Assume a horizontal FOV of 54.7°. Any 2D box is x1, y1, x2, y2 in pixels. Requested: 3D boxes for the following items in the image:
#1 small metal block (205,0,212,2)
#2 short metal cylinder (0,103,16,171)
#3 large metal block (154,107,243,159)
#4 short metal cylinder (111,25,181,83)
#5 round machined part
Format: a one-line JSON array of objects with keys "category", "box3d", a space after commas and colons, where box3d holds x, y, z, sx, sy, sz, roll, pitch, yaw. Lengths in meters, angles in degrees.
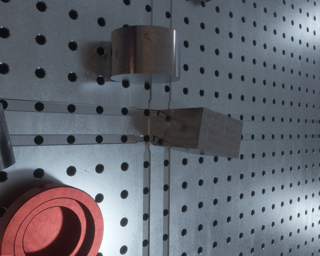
[{"category": "small metal block", "box3d": [0.074, -0.231, 0.470, 0.050, 0.025, 0.050, 34, 69, -35]}, {"category": "short metal cylinder", "box3d": [-0.160, 0.012, 0.239, 0.081, 0.080, 0.050, -16, 100, -39]}, {"category": "large metal block", "box3d": [0.052, 0.008, 0.416, 0.081, 0.080, 0.050, 15, 81, -39]}, {"category": "short metal cylinder", "box3d": [-0.016, -0.082, 0.359, 0.081, 0.080, 0.050, 0, 90, -40]}, {"category": "round machined part", "box3d": [-0.109, 0.103, 0.307, 0.099, 0.042, 0.097, 0, 90, -40]}]
